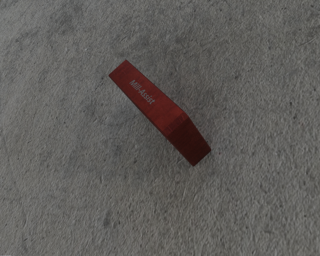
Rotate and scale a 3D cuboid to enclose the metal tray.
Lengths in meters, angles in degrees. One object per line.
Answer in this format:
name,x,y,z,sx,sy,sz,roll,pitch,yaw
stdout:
metal tray,-0.001,-0.019,0.375,0.030,0.090,0.130,-43,51,-1
